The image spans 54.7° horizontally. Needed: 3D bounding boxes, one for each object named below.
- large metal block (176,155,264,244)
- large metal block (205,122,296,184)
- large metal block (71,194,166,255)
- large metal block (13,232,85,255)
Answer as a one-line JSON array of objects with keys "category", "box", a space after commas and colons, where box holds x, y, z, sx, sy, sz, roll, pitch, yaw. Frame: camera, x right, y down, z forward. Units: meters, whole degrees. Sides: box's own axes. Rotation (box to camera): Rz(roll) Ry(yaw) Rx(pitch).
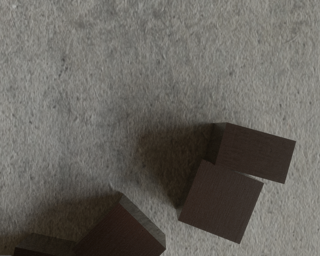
[{"category": "large metal block", "box": [0.074, 0.089, 0.399, 0.080, 0.050, 0.080, 22, 90, -1]}, {"category": "large metal block", "box": [0.106, 0.028, 0.384, 0.080, 0.080, 0.050, 15, 90, -1]}, {"category": "large metal block", "box": [-0.049, 0.146, 0.397, 0.080, 0.050, 0.080, 45, 90, -1]}, {"category": "large metal block", "box": [-0.143, 0.189, 0.396, 0.080, 0.050, 0.080, 12, 90, -1]}]
